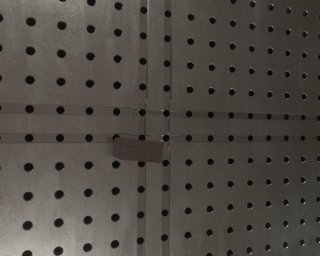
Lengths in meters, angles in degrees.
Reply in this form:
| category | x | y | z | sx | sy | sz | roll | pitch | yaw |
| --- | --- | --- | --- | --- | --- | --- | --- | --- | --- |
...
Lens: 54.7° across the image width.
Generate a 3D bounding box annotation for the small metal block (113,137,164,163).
| category | x | y | z | sx | sy | sz | roll | pitch | yaw |
| --- | --- | --- | --- | --- | --- | --- | --- | --- | --- |
| small metal block | -0.029 | 0.027 | 0.390 | 0.050 | 0.050 | 0.025 | 7 | 88 | -20 |
